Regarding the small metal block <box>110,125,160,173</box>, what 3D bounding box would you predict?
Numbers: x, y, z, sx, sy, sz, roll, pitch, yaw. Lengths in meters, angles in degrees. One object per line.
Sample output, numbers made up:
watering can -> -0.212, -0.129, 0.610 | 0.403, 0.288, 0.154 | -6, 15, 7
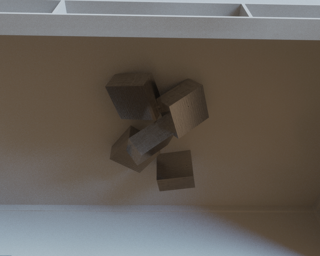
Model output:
small metal block -> -0.035, 0.031, 0.435 | 0.050, 0.025, 0.050 | 29, 124, -23

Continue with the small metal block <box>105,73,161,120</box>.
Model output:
small metal block -> -0.029, -0.037, 0.366 | 0.050, 0.025, 0.050 | 3, 134, 27

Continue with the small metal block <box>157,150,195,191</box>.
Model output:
small metal block -> 0.022, 0.061, 0.445 | 0.050, 0.050, 0.025 | -7, 130, 6

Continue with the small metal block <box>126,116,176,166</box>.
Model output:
small metal block -> -0.013, 0.017, 0.385 | 0.050, 0.025, 0.050 | -33, 168, -20

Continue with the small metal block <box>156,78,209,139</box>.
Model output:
small metal block -> 0.029, -0.024, 0.374 | 0.050, 0.025, 0.050 | -34, 132, -19
